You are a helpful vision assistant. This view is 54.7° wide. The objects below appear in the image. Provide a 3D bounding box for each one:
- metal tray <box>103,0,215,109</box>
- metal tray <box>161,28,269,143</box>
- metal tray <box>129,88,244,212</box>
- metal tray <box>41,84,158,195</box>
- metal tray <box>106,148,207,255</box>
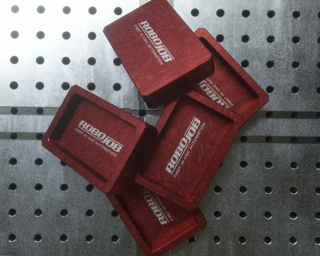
[{"bbox_3d":[-0.005,-0.096,0.380,0.090,0.030,0.130,-30,60,-1],"label":"metal tray"},{"bbox_3d":[0.066,-0.054,0.411,0.090,0.030,0.130,-43,91,0],"label":"metal tray"},{"bbox_3d":[0.031,0.024,0.381,0.090,0.030,0.130,29,90,-1],"label":"metal tray"},{"bbox_3d":[-0.078,0.011,0.379,0.130,0.030,0.090,28,90,30],"label":"metal tray"},{"bbox_3d":[-0.010,0.095,0.410,0.090,0.030,0.130,-33,90,-1],"label":"metal tray"}]
